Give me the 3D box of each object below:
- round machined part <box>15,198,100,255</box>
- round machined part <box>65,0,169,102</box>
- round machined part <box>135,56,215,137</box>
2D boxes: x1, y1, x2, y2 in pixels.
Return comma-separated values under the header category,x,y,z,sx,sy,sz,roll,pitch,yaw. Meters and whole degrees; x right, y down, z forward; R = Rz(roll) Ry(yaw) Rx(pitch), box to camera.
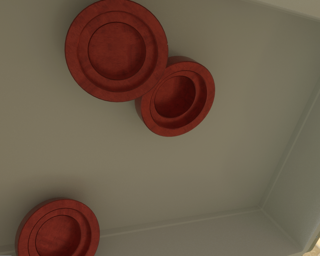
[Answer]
category,x,y,z,sx,sy,sz,roll,pitch,yaw
round machined part,-0.131,0.138,0.392,0.099,0.042,0.097,4,83,-33
round machined part,-0.044,-0.079,0.314,0.099,0.042,0.097,-5,112,-12
round machined part,0.015,-0.041,0.380,0.099,0.042,0.097,-14,124,-21
